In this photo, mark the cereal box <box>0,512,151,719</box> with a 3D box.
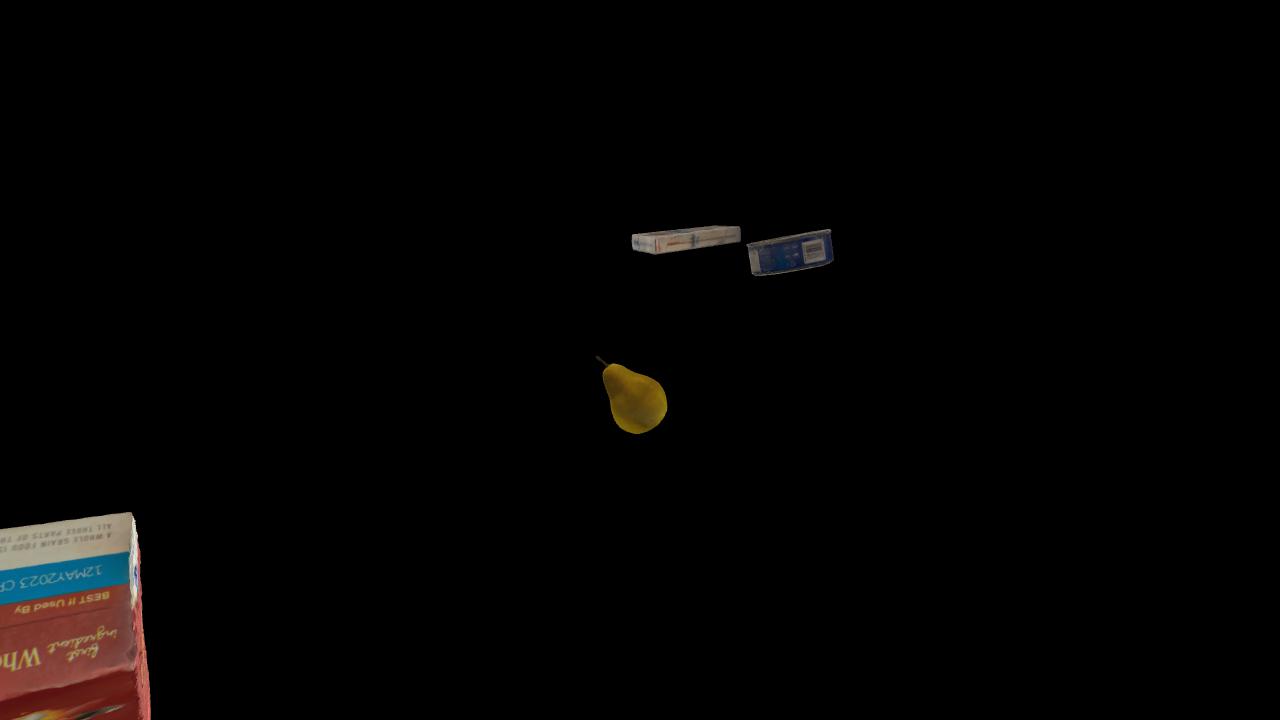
[{"bbox_3d":[-0.366,0.178,0.296,0.203,0.081,0.306,-2,-33,-38],"label":"cereal box"}]

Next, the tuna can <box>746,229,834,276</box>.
[{"bbox_3d":[0.153,-0.109,0.625,0.084,0.034,0.084,-11,10,2],"label":"tuna can"}]

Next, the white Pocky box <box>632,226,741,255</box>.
[{"bbox_3d":[0.073,-0.191,0.969,0.154,0.028,0.084,-12,18,-24],"label":"white Pocky box"}]

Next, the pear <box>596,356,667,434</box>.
[{"bbox_3d":[-0.015,0.038,0.781,0.080,0.111,0.080,-35,17,12],"label":"pear"}]
